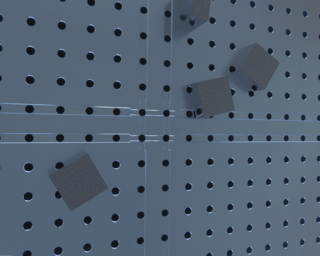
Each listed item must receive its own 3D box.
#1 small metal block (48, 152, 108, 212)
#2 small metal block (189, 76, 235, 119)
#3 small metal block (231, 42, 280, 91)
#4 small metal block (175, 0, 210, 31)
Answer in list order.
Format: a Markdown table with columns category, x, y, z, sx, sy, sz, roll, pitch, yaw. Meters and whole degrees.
| category | x | y | z | sx | sy | sz | roll | pitch | yaw |
| --- | --- | --- | --- | --- | --- | --- | --- | --- | --- |
| small metal block | -0.099 | 0.064 | 0.377 | 0.050 | 0.025 | 0.050 | -31 | 101 | -18 |
| small metal block | 0.074 | -0.044 | 0.441 | 0.050 | 0.025 | 0.050 | -15 | 95 | -20 |
| small metal block | 0.144 | -0.091 | 0.468 | 0.050 | 0.025 | 0.050 | 35 | 79 | -17 |
| small metal block | 0.044 | -0.164 | 0.417 | 0.025 | 0.050 | 0.050 | 6 | 88 | -20 |
